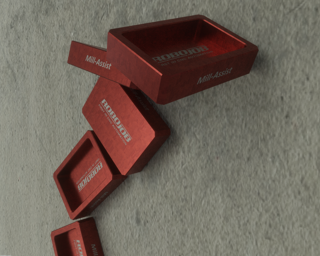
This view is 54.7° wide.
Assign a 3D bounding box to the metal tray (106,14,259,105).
[{"bbox_3d":[0.024,-0.076,0.314,0.090,0.131,0.030,43,139,31],"label":"metal tray"}]

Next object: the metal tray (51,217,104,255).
[{"bbox_3d":[-0.129,0.221,0.505,0.090,0.030,0.129,-30,72,35],"label":"metal tray"}]

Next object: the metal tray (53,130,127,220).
[{"bbox_3d":[-0.115,0.075,0.493,0.129,0.030,0.090,-46,63,30],"label":"metal tray"}]

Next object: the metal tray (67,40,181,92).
[{"bbox_3d":[-0.043,-0.077,0.396,0.130,0.091,0.030,25,106,37],"label":"metal tray"}]

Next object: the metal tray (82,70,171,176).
[{"bbox_3d":[-0.052,-0.011,0.435,0.130,0.030,0.089,53,125,24],"label":"metal tray"}]
